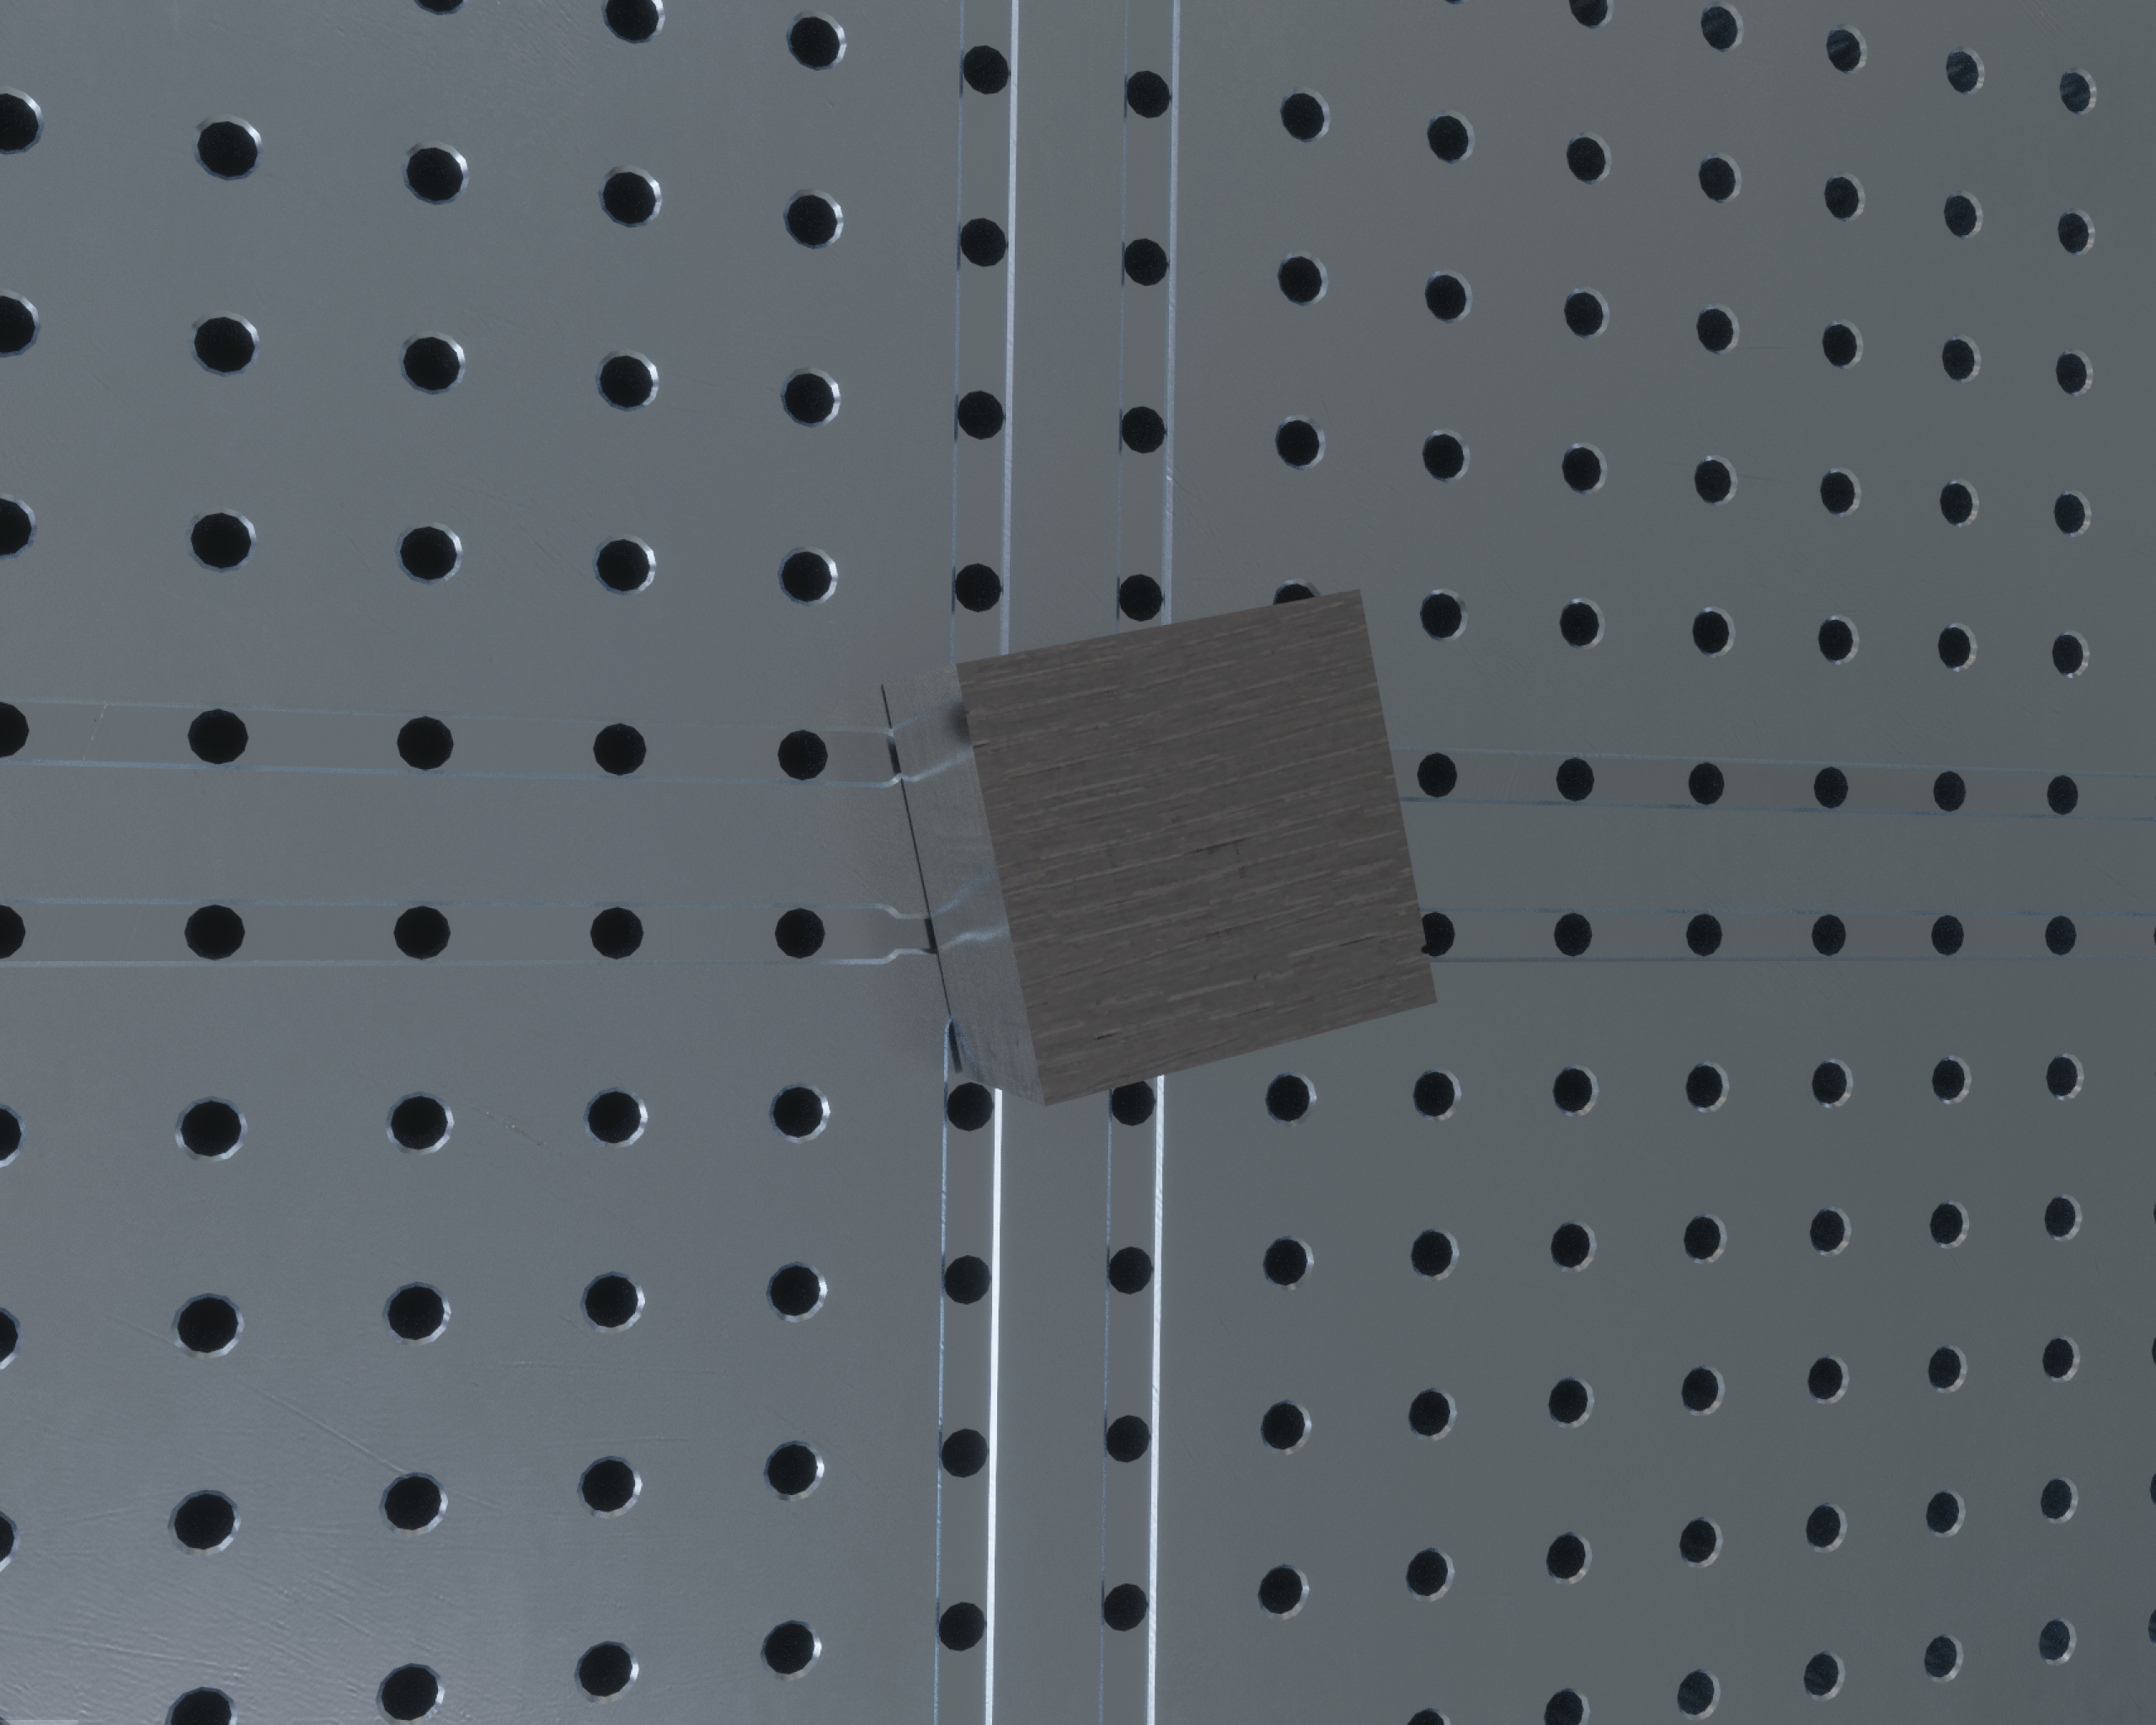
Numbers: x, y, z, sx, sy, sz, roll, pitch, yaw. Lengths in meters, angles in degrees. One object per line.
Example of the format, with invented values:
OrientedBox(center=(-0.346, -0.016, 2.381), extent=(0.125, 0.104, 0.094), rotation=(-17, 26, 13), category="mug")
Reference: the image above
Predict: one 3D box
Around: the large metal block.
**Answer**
OrientedBox(center=(0.015, -0.004, 0.404), extent=(0.081, 0.050, 0.080), rotation=(-13, 95, -20), category="large metal block")
